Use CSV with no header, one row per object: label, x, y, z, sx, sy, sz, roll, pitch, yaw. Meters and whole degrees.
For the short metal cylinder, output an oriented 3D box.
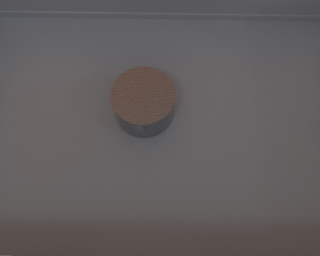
short metal cylinder,-0.021,-0.033,0.406,0.080,0.050,0.080,0,70,0
